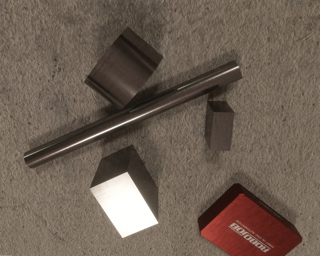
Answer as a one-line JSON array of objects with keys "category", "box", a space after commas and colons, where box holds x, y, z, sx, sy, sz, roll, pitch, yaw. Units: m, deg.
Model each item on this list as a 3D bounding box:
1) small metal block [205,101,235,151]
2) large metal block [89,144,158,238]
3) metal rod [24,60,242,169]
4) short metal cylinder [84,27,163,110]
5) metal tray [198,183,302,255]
[{"category": "small metal block", "box": [0.075, -0.004, 0.396, 0.025, 0.050, 0.050, 1, 110, -1]}, {"category": "large metal block", "box": [-0.043, 0.080, 0.410, 0.050, 0.080, 0.080, -25, 109, 9]}, {"category": "metal rod", "box": [-0.040, -0.015, 0.403, 0.301, 0.025, 0.025, -23, 109, 7]}, {"category": "short metal cylinder", "box": [-0.042, -0.068, 0.355, 0.050, 0.080, 0.080, 38, 105, -13]}, {"category": "metal tray", "box": [0.134, 0.154, 0.466, 0.130, 0.030, 0.090, 37, 105, -13]}]
